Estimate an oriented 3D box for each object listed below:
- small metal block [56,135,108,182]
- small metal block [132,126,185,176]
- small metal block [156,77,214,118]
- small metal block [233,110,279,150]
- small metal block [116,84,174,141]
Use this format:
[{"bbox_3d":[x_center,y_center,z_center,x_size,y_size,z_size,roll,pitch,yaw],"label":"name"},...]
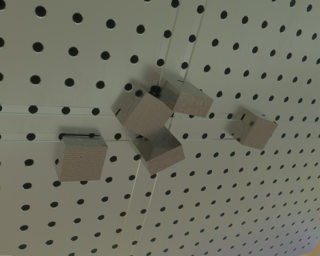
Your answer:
[{"bbox_3d":[-0.097,0.038,0.381,0.050,0.025,0.050,3,117,-30],"label":"small metal block"},{"bbox_3d":[-0.002,0.029,0.411,0.050,0.050,0.025,-25,128,-13],"label":"small metal block"},{"bbox_3d":[0.030,-0.039,0.387,0.050,0.050,0.025,9,114,-32],"label":"small metal block"},{"bbox_3d":[0.153,0.004,0.496,0.050,0.025,0.050,14,111,-34],"label":"small metal block"},{"bbox_3d":[-0.018,-0.019,0.389,0.050,0.025,0.050,29,102,-38],"label":"small metal block"}]
